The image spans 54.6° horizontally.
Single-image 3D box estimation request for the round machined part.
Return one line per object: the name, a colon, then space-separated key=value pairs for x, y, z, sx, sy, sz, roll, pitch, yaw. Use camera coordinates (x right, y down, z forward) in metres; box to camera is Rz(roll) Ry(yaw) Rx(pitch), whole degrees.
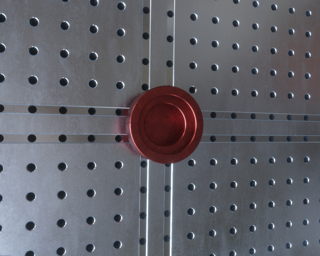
round machined part: x=0.003 y=-0.004 z=0.404 sx=0.099 sy=0.042 sz=0.097 roll=0 pitch=90 yaw=-20
